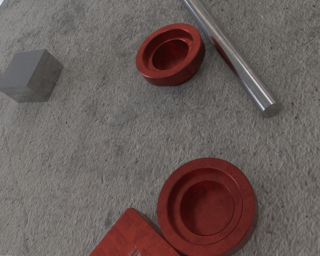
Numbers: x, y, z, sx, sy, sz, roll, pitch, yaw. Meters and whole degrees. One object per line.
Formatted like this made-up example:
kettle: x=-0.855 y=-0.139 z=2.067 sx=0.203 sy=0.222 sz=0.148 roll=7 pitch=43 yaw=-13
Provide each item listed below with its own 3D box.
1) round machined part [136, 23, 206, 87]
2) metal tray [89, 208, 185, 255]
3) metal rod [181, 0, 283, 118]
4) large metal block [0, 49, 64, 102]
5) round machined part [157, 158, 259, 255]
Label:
round machined part: x=0.019 y=-0.099 z=0.444 sx=0.098 sy=0.042 sz=0.098 roll=-13 pitch=56 yaw=21
metal tray: x=-0.039 y=0.162 z=0.322 sx=0.090 sy=0.030 sz=0.130 roll=34 pitch=80 yaw=38
metal rod: x=0.081 y=-0.130 z=0.440 sx=0.025 sy=0.025 sz=0.299 roll=-30 pitch=52 yaw=9
large metal block: x=-0.238 y=-0.094 z=0.570 sx=0.080 sy=0.050 sz=0.080 roll=1 pitch=62 yaw=28
round machined part: x=0.050 y=0.083 z=0.316 sx=0.098 sy=0.042 sz=0.098 roll=-13 pitch=56 yaw=21
